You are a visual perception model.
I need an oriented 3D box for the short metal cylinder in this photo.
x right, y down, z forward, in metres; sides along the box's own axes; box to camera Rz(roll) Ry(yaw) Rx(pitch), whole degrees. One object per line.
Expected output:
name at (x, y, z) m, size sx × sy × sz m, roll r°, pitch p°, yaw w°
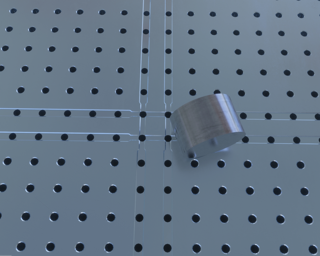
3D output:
short metal cylinder at (0.058, -0.001, 0.384) m, size 0.081 × 0.080 × 0.050 m, roll -16°, pitch 71°, yaw -6°
